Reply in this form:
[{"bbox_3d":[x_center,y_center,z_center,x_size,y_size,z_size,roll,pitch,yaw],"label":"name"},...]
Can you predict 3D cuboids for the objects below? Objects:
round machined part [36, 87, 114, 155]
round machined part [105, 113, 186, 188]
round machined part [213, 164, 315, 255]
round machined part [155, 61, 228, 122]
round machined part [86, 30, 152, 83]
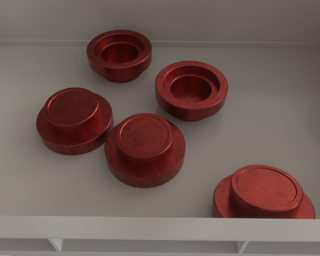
[{"bbox_3d":[-0.112,-0.016,0.406,0.099,0.042,0.098,0,50,0],"label":"round machined part"},{"bbox_3d":[-0.018,0.020,0.377,0.099,0.042,0.098,0,50,0],"label":"round machined part"},{"bbox_3d":[0.104,0.074,0.313,0.099,0.042,0.098,0,31,0],"label":"round machined part"},{"bbox_3d":[0.043,-0.047,0.434,0.099,0.042,0.098,0,50,0],"label":"round machined part"},{"bbox_3d":[-0.062,-0.108,0.485,0.099,0.042,0.098,0,50,0],"label":"round machined part"}]
